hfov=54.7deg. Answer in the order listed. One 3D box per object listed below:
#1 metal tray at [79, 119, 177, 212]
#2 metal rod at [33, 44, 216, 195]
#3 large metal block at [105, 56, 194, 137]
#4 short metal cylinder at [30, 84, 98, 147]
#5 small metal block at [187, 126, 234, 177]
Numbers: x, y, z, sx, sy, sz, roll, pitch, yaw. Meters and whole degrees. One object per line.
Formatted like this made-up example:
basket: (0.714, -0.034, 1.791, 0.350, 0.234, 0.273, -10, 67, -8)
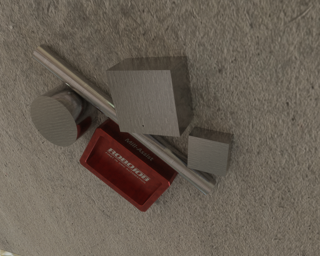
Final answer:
metal tray: (-0.050, 0.058, 0.466, 0.130, 0.030, 0.089, 38, 129, 2)
metal rod: (-0.049, -0.012, 0.424, 0.300, 0.025, 0.025, 39, 129, 1)
large metal block: (-0.009, -0.039, 0.371, 0.080, 0.050, 0.079, 4, 121, 25)
short metal cylinder: (-0.138, -0.020, 0.450, 0.080, 0.050, 0.079, 13, 124, 20)
small metal block: (0.063, 0.029, 0.393, 0.050, 0.025, 0.050, 12, 124, 21)
